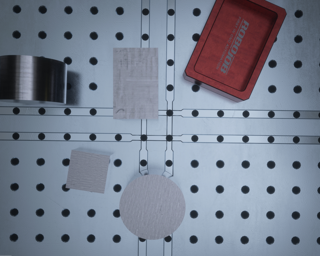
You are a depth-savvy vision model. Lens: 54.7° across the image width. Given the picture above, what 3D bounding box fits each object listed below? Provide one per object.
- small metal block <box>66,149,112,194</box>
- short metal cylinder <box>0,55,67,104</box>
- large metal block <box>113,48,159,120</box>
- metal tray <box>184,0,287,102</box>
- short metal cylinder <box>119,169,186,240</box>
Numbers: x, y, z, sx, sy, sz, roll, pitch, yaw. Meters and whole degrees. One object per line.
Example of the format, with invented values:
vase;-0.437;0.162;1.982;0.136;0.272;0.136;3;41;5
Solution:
small metal block;-0.093;0.057;0.413;0.050;0.025;0.050;9;90;0
short metal cylinder;-0.158;-0.057;0.384;0.081;0.080;0.050;2;90;0
large metal block;-0.027;-0.050;0.386;0.050;0.080;0.079;0;90;0
metal tray;0.097;-0.110;0.411;0.090;0.030;0.129;24;90;0
short metal cylinder;-0.009;0.096;0.401;0.081;0.050;0.079;0;90;0
